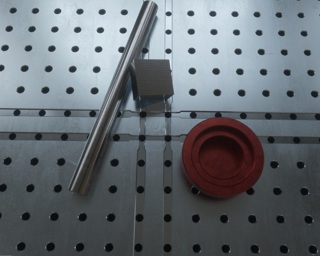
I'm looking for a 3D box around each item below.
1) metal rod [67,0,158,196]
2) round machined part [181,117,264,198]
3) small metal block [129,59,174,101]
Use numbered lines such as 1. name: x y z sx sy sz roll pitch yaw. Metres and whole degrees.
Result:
1. metal rod: -0.058 -0.054 0.430 0.025 0.025 0.299 16 71 5
2. round machined part: 0.076 0.039 0.389 0.099 0.042 0.098 0 70 -1
3. small metal block: -0.012 -0.066 0.424 0.050 0.025 0.050 -4 81 -21
